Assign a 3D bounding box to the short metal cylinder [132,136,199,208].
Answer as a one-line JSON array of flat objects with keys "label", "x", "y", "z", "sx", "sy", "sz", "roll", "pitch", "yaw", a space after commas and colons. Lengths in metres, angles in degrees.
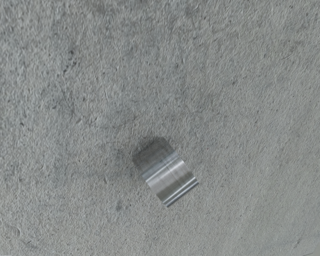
[{"label": "short metal cylinder", "x": 0.007, "y": 0.058, "z": 0.410, "sx": 0.050, "sy": 0.080, "sz": 0.080, "roll": -37, "pitch": 129, "yaw": -3}]
